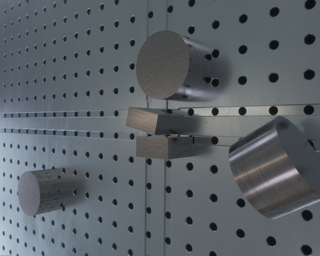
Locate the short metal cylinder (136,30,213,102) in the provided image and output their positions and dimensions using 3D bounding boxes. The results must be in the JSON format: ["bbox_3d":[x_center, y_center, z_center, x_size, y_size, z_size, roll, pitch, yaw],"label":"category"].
[{"bbox_3d":[0.017,-0.073,0.379,0.080,0.050,0.079,0,90,40],"label":"short metal cylinder"}]

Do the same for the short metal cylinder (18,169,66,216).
[{"bbox_3d":[-0.220,0.118,0.575,0.080,0.050,0.079,0,90,40],"label":"short metal cylinder"}]

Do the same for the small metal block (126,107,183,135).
[{"bbox_3d":[-0.007,-0.009,0.399,0.050,0.050,0.025,17,101,39],"label":"small metal block"}]

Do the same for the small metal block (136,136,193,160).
[{"bbox_3d":[0.006,0.023,0.388,0.050,0.050,0.025,1,91,40],"label":"small metal block"}]

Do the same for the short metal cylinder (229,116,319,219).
[{"bbox_3d":[0.109,0.036,0.284,0.050,0.081,0.080,-38,67,34],"label":"short metal cylinder"}]
